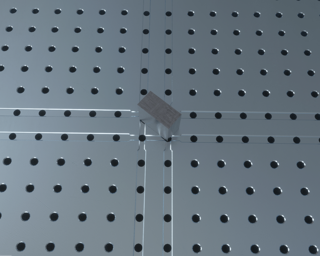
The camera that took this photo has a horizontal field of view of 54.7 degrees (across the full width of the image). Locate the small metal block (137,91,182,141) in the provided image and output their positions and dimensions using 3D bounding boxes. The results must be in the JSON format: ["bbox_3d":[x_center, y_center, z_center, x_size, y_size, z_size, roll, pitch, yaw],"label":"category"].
[{"bbox_3d":[-0.001,-0.014,0.403,0.050,0.050,0.025,38,74,12],"label":"small metal block"}]
